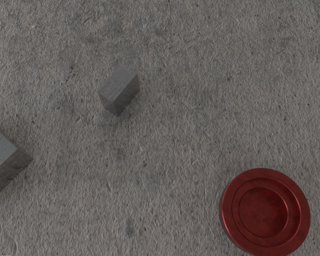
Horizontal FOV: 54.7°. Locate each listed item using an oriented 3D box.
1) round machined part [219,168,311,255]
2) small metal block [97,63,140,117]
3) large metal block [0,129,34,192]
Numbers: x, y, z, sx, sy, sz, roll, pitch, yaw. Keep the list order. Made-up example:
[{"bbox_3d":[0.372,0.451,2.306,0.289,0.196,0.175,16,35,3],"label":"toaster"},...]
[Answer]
[{"bbox_3d":[0.118,0.099,0.364,0.099,0.042,0.098,0,70,0],"label":"round machined part"},{"bbox_3d":[-0.053,-0.049,0.412,0.025,0.050,0.050,34,74,11],"label":"small metal block"},{"bbox_3d":[-0.222,0.037,0.380,0.080,0.050,0.080,38,74,12],"label":"large metal block"}]
